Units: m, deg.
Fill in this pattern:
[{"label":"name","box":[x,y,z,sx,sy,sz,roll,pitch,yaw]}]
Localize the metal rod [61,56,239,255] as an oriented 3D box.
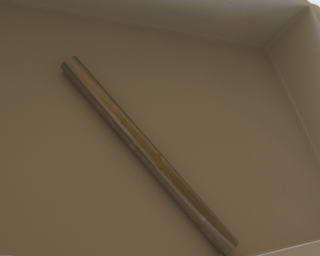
[{"label":"metal rod","box":[-0.016,0.029,0.378,0.300,0.025,0.025,48,51,6]}]
